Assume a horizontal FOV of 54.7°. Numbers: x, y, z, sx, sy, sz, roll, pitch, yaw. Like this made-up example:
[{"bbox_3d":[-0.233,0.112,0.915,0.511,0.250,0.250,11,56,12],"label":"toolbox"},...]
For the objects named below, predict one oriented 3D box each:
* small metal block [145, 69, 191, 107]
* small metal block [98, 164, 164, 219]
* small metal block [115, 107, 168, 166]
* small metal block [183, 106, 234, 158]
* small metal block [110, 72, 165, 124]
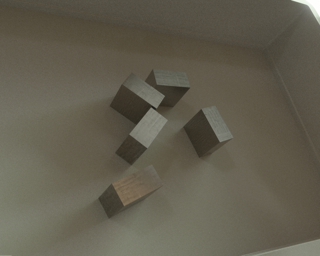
[{"bbox_3d":[0.005,-0.053,0.425,0.050,0.050,0.025,1,62,-28],"label":"small metal block"},{"bbox_3d":[-0.032,0.068,0.331,0.050,0.050,0.025,-21,73,-36],"label":"small metal block"},{"bbox_3d":[-0.022,0.010,0.371,0.025,0.050,0.050,38,51,-3],"label":"small metal block"},{"bbox_3d":[0.064,0.006,0.420,0.025,0.050,0.050,-14,69,-34],"label":"small metal block"},{"bbox_3d":[-0.030,-0.034,0.394,0.050,0.050,0.025,35,51,-5],"label":"small metal block"}]
